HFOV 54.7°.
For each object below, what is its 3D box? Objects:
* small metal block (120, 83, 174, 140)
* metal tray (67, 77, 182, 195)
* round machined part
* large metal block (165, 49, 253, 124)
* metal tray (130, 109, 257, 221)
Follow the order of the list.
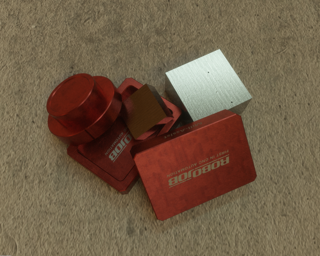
[{"bbox_3d":[-0.019,-0.020,0.392,0.050,0.025,0.050,-36,74,17],"label":"small metal block"},{"bbox_3d":[-0.043,0.008,0.402,0.090,0.030,0.130,33,73,11],"label":"metal tray"},{"bbox_3d":[-0.101,-0.030,0.388,0.098,0.042,0.098,-15,49,18],"label":"round machined part"},{"bbox_3d":[0.061,-0.046,0.413,0.080,0.050,0.080,-25,72,-9],"label":"large metal block"},{"bbox_3d":[0.041,0.043,0.367,0.131,0.030,0.090,-22,108,-7],"label":"metal tray"}]
